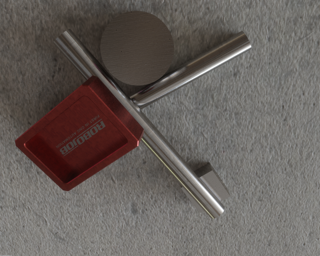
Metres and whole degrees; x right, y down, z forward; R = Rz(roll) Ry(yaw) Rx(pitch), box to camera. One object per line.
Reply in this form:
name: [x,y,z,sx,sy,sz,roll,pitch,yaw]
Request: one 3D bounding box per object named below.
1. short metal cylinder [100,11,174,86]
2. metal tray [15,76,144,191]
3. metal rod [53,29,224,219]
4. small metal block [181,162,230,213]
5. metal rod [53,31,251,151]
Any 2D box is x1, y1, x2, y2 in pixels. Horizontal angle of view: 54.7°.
short metal cylinder: [-0.025,-0.094,0.362,0.081,0.050,0.079,0,110,-1]
metal tray: [-0.096,0.011,0.370,0.130,0.030,0.090,-33,107,23]
metal rod: [-0.016,0.006,0.387,0.025,0.025,0.300,-37,106,12]
small metal block: [0.064,0.085,0.443,0.050,0.025,0.050,-32,107,10]
metal rod: [-0.027,-0.036,0.397,0.301,0.025,0.025,-28,108,9]
